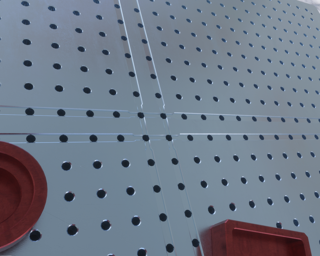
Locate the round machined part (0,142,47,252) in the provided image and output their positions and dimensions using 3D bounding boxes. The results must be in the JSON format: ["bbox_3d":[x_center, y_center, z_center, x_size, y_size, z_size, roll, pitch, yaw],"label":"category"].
[{"bbox_3d":[-0.155,0.063,0.276,0.099,0.042,0.098,14,56,-21],"label":"round machined part"}]

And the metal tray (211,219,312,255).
[{"bbox_3d":[0.127,0.167,0.373,0.131,0.030,0.090,15,55,-20],"label":"metal tray"}]
